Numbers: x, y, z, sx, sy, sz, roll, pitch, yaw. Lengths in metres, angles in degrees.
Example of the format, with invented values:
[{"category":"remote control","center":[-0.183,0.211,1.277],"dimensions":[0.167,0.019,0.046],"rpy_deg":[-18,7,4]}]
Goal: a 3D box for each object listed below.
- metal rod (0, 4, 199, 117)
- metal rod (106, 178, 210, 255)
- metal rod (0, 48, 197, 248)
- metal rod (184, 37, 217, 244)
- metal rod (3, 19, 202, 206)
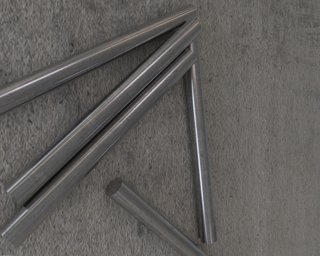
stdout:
[{"category":"metal rod","center":[-0.056,-0.090,0.357],"dimensions":[0.302,0.025,0.025],"rpy_deg":[-36,113,-34]},{"category":"metal rod","center":[0.034,0.165,0.433],"dimensions":[0.300,0.025,0.025],"rpy_deg":[48,62,-29]},{"category":"metal rod","center":[-0.051,0.002,0.353],"dimensions":[0.301,0.025,0.025],"rpy_deg":[-48,119,-26]},{"category":"metal rod","center":[0.058,0.020,0.452],"dimensions":[0.025,0.025,0.298],"rpy_deg":[-10,97,-40]},{"category":"metal rod","center":[-0.046,-0.036,0.354],"dimensions":[0.301,0.025,0.025],"rpy_deg":[-47,119,-25]}]
